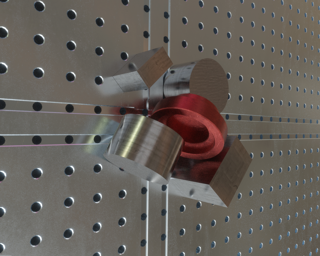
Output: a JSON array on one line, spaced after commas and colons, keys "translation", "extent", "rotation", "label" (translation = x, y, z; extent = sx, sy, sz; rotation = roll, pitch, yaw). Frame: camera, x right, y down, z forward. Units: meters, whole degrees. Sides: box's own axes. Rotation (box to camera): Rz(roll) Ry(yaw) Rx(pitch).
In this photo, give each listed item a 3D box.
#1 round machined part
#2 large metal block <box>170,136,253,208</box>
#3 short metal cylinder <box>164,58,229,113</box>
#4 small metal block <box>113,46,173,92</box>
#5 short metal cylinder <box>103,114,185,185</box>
[{"translation": [0.038, -0.006, 0.396], "extent": [0.098, 0.098, 0.042], "rotation": [49, 49, -30], "label": "round machined part"}, {"translation": [0.068, 0.056, 0.434], "extent": [0.050, 0.080, 0.080], "rotation": [51, 60, -28], "label": "large metal block"}, {"translation": [0.052, -0.054, 0.438], "extent": [0.081, 0.050, 0.079], "rotation": [0, 90, -40], "label": "short metal cylinder"}, {"translation": [-0.021, -0.070, 0.377], "extent": [0.050, 0.050, 0.025], "rotation": [-50, 120, -29], "label": "small metal block"}, {"translation": [-0.018, 0.026, 0.360], "extent": [0.080, 0.080, 0.050], "rotation": [38, 67, -34], "label": "short metal cylinder"}]
